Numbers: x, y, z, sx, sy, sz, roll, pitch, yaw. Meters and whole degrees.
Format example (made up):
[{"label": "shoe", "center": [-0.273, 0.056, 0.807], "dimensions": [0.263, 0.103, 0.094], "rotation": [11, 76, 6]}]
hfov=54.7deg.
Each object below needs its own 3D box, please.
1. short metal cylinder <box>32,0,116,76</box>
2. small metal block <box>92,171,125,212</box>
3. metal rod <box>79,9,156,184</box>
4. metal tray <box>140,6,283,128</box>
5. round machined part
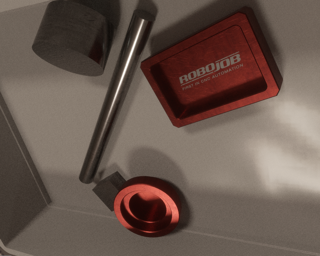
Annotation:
[{"label": "short metal cylinder", "center": [-0.096, -0.099, 0.353], "dimensions": [0.080, 0.050, 0.080], "rotation": [14, 169, 3]}, {"label": "small metal block", "center": [-0.075, 0.105, 0.511], "dimensions": [0.050, 0.025, 0.050], "rotation": [-33, 100, 38]}, {"label": "metal rod", "center": [-0.071, -0.020, 0.431], "dimensions": [0.025, 0.025, 0.298], "rotation": [33, 128, 6]}, {"label": "metal tray", "center": [0.053, -0.060, 0.339], "dimensions": [0.130, 0.030, 0.090], "rotation": [-19, 109, 35]}, {"label": "round machined part", "center": [-0.016, 0.113, 0.465], "dimensions": [0.098, 0.042, 0.097], "rotation": [5, 116, 11]}]
